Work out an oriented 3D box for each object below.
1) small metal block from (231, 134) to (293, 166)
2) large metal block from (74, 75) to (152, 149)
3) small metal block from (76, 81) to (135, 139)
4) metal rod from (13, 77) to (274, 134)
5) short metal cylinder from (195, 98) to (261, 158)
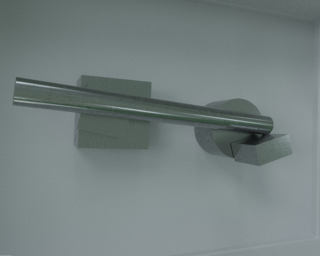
[{"bbox_3d":[0.127,0.026,0.390,0.050,0.050,0.025,-15,96,-20],"label":"small metal block"},{"bbox_3d":[-0.058,-0.017,0.373,0.081,0.050,0.079,3,89,-20],"label":"large metal block"},{"bbox_3d":[-0.060,-0.018,0.334,0.050,0.025,0.050,14,85,-20],"label":"small metal block"},{"bbox_3d":[0.007,-0.018,0.338,0.302,0.025,0.025,6,88,-28],"label":"metal rod"},{"bbox_3d":[0.096,0.001,0.432,0.081,0.050,0.079,0,90,-21],"label":"short metal cylinder"}]
